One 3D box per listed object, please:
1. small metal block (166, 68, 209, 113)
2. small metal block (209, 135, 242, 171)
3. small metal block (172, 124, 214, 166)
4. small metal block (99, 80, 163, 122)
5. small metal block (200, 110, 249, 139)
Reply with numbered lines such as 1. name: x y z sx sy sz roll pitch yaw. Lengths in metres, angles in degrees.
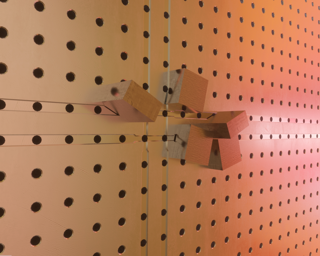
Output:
1. small metal block: 0.040 -0.052 0.445 0.050 0.025 0.050 18 79 -39
2. small metal block: 0.103 0.036 0.499 0.050 0.025 0.050 -17 101 -39
3. small metal block: 0.049 0.025 0.453 0.050 0.025 0.050 19 78 -39
4. small metal block: -0.034 -0.030 0.366 0.050 0.050 0.025 36 68 -35
5. small metal block: 0.100 -0.006 0.480 0.050 0.050 0.025 -29 109 -36
